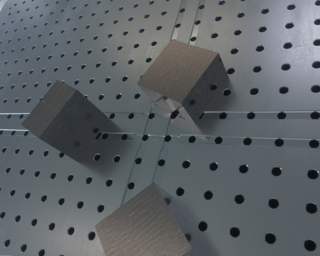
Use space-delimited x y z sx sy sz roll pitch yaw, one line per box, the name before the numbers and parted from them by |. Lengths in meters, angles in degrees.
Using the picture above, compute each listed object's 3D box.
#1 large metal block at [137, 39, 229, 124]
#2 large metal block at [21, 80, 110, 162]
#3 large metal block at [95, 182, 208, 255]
large metal block | 0.031 -0.064 0.416 0.080 0.050 0.080 29 78 37
large metal block | -0.134 -0.009 0.450 0.050 0.080 0.080 26 76 37
large metal block | -0.010 0.118 0.326 0.080 0.050 0.080 -37 51 3
